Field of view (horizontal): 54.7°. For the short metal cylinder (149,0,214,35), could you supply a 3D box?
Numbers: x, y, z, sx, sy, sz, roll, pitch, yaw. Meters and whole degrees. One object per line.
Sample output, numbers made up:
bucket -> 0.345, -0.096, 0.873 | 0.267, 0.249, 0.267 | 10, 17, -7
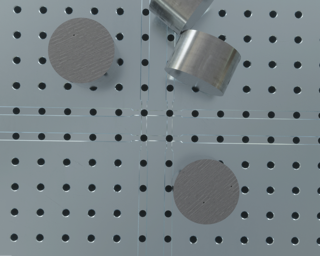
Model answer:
short metal cylinder -> 0.032, -0.162, 0.386 | 0.050, 0.080, 0.080 | 41, 90, 0

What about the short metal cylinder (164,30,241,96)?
short metal cylinder -> 0.053, -0.079, 0.386 | 0.080, 0.080, 0.050 | 25, 90, 0

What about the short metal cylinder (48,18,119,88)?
short metal cylinder -> -0.095, -0.094, 0.400 | 0.081, 0.050, 0.079 | 0, 90, 0

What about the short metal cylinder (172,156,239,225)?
short metal cylinder -> 0.056, 0.077, 0.401 | 0.081, 0.050, 0.079 | 0, 90, 0
